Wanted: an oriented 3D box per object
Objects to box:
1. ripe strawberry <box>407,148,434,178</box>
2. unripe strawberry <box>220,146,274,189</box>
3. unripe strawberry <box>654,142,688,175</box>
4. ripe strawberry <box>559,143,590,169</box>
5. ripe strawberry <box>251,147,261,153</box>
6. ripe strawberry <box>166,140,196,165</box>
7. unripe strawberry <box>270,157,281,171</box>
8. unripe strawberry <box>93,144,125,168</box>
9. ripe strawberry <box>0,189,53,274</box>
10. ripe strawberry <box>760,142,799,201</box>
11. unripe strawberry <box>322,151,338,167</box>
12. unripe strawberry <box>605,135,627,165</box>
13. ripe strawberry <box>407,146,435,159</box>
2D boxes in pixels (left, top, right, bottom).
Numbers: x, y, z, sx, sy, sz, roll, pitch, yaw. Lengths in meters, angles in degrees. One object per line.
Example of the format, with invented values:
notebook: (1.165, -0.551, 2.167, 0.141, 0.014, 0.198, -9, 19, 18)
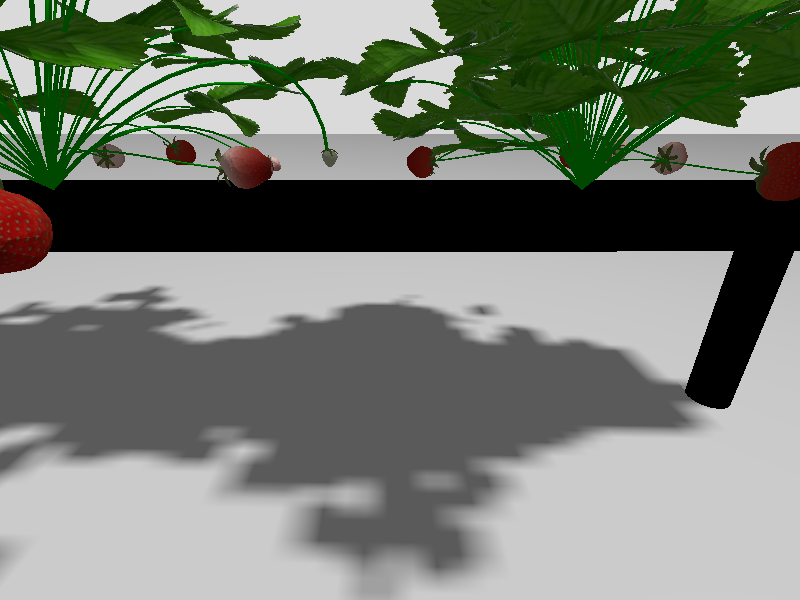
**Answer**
ripe strawberry: (0.021, -0.138, 0.403, 0.027, 0.028, 0.025, 12, 27, 26)
unripe strawberry: (-0.125, -0.109, 0.330, 0.039, 0.033, 0.039, 1, 24, 1)
unripe strawberry: (0.290, -0.151, 0.426, 0.032, 0.033, 0.029, -16, 29, -33)
ripe strawberry: (0.209, -0.174, 0.480, 0.035, 0.032, 0.032, 8, 25, 17)
ripe strawberry: (-0.176, -0.172, 0.484, 0.027, 0.024, 0.024, 17, 22, 33)
ripe strawberry: (-0.276, -0.186, 0.509, 0.034, 0.030, 0.034, 2, -5, 5)
unripe strawberry: (-0.145, -0.157, 0.464, 0.015, 0.016, 0.016, 24, -3, 42)
unripe strawberry: (-0.348, -0.172, 0.480, 0.032, 0.027, 0.032, -8, 25, -17)
ripe strawberry: (-0.146, -0.024, 0.138, 0.039, 0.033, 0.039, -16, 33, -31)
ripe strawberry: (0.274, -0.088, 0.278, 0.038, 0.040, 0.035, 12, 27, 24)
unripe strawberry: (-0.051, -0.103, 0.292, 0.011, 0.011, 0.010, 4, 24, 9)
unripe strawberry: (0.268, -0.188, 0.504, 0.033, 0.037, 0.036, 14, 27, 28)
ripe strawberry: (0.022, -0.151, 0.433, 0.028, 0.028, 0.031, 18, 29, 35)
